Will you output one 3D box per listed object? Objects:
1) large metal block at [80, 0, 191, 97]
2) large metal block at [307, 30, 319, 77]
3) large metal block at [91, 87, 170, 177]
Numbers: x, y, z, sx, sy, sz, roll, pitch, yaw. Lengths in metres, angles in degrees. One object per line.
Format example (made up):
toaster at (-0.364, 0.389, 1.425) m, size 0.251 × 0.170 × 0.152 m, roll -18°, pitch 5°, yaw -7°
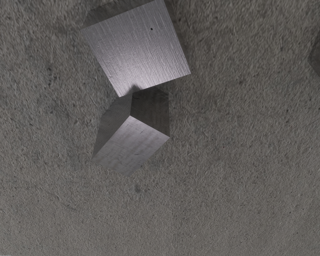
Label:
large metal block at (-0.021, -0.088, 0.315) m, size 0.080 × 0.050 × 0.080 m, roll -17°, pitch 128°, yaw 13°
large metal block at (0.212, -0.069, 0.314) m, size 0.081 × 0.080 × 0.050 m, roll 2°, pitch 130°, yaw -2°
large metal block at (-0.033, -0.003, 0.368) m, size 0.050 × 0.080 × 0.080 m, roll 29°, pitch 124°, yaw -23°
